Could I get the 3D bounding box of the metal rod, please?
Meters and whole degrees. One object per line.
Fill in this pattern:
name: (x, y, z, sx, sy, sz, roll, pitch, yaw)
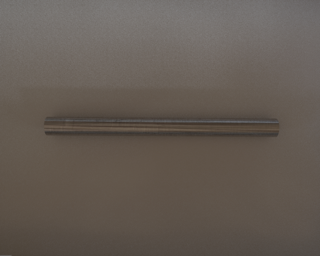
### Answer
metal rod: (0.003, -0.001, 0.409, 0.302, 0.025, 0.025, 0, 90, -1)
